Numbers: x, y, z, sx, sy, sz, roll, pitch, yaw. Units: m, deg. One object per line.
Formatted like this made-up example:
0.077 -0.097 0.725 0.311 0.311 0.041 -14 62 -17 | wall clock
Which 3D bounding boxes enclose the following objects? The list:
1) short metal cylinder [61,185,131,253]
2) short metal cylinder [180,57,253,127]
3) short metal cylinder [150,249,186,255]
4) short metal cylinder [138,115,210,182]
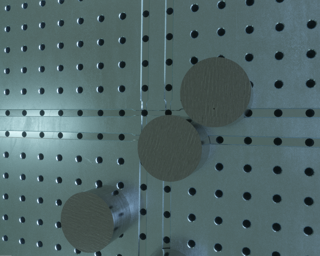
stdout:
-0.088 0.123 0.429 0.080 0.050 0.079 0 90 19 | short metal cylinder
0.070 -0.041 0.374 0.080 0.050 0.079 0 90 19 | short metal cylinder
0.006 0.204 0.396 0.080 0.050 0.079 0 90 19 | short metal cylinder
0.019 0.024 0.392 0.080 0.050 0.079 0 90 19 | short metal cylinder
